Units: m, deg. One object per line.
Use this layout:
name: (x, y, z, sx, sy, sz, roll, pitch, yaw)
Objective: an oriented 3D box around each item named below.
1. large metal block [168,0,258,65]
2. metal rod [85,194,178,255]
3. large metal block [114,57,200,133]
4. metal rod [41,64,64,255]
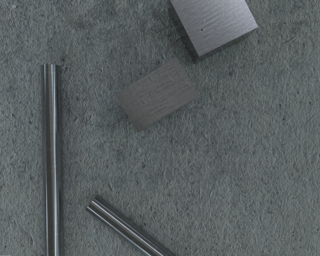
large metal block: (0.065, -0.140, 0.398, 0.080, 0.050, 0.080, -27, 90, 0)
metal rod: (0.028, 0.190, 0.410, 0.300, 0.025, 0.025, 38, 90, -1)
large metal block: (-0.003, -0.037, 0.382, 0.080, 0.080, 0.050, -31, 90, 0)
metal rod: (-0.141, 0.068, 0.408, 0.025, 0.025, 0.298, -1, 90, -1)
